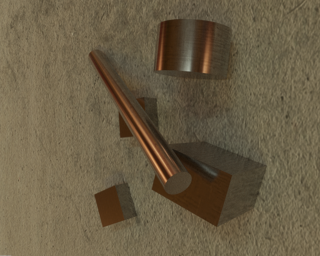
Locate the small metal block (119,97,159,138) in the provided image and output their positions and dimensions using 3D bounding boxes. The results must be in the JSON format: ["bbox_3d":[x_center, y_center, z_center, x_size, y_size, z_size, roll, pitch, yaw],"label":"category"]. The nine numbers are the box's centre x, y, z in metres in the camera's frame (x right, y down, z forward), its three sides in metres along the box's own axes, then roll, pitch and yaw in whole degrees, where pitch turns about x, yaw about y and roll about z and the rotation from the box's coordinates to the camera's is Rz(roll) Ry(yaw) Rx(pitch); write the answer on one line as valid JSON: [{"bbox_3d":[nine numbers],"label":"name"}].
[{"bbox_3d":[-0.030,-0.013,0.428,0.050,0.025,0.050,-7,86,39],"label":"small metal block"}]

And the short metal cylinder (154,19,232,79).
[{"bbox_3d":[0.035,-0.083,0.339,0.080,0.081,0.050,9,96,39],"label":"short metal cylinder"}]

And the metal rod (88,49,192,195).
[{"bbox_3d":[-0.042,-0.033,0.373,0.025,0.025,0.300,-63,36,21],"label":"metal rod"}]

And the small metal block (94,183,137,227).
[{"bbox_3d":[-0.066,0.114,0.457,0.050,0.025,0.050,-29,72,36],"label":"small metal block"}]

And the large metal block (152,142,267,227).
[{"bbox_3d":[0.052,0.052,0.325,0.080,0.081,0.050,22,104,37],"label":"large metal block"}]
